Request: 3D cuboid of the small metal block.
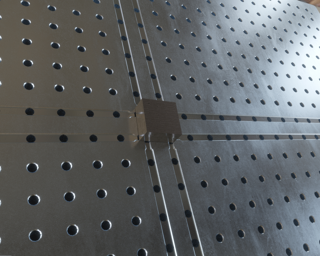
[{"bbox_3d":[-0.003,-0.009,0.414,0.050,0.025,0.050,5,60,-26],"label":"small metal block"}]
